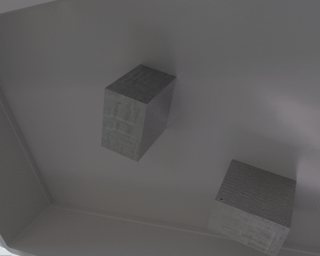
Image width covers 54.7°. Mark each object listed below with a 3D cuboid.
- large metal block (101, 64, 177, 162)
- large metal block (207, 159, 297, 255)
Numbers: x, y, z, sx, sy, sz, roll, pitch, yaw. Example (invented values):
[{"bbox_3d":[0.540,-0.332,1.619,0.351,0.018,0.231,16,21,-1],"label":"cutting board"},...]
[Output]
[{"bbox_3d":[-0.025,-0.020,0.374,0.050,0.080,0.079,22,127,15],"label":"large metal block"},{"bbox_3d":[0.111,0.092,0.371,0.080,0.080,0.050,18,126,17],"label":"large metal block"}]
